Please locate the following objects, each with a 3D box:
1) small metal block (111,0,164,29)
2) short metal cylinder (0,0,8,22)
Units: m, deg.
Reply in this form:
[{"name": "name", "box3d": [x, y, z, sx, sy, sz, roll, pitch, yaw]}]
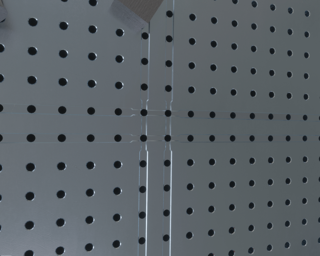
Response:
[{"name": "small metal block", "box3d": [-0.027, -0.167, 0.403, 0.050, 0.025, 0.050, 34, 79, -17]}, {"name": "short metal cylinder", "box3d": [-0.203, -0.133, 0.308, 0.081, 0.080, 0.050, -19, 97, -19]}]
